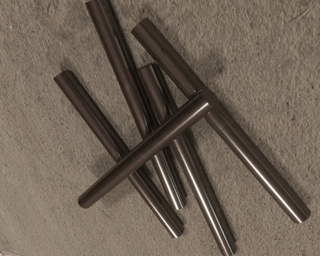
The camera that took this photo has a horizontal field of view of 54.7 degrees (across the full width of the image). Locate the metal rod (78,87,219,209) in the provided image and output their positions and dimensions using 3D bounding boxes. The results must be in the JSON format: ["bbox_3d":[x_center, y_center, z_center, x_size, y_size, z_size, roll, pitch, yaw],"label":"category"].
[{"bbox_3d":[-0.036,0.044,0.417,0.025,0.025,0.299,46,129,-4],"label":"metal rod"}]

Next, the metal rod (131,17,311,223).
[{"bbox_3d":[0.076,-0.004,0.363,0.300,0.025,0.025,49,128,-7],"label":"metal rod"}]

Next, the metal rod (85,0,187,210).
[{"bbox_3d":[-0.023,-0.017,0.406,0.025,0.025,0.298,-8,115,31],"label":"metal rod"}]

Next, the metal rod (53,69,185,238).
[{"bbox_3d":[-0.055,0.045,0.461,0.025,0.025,0.299,-26,105,36],"label":"metal rod"}]

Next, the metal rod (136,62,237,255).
[{"bbox_3d":[0.043,0.055,0.416,0.025,0.025,0.299,-13,112,33],"label":"metal rod"}]
